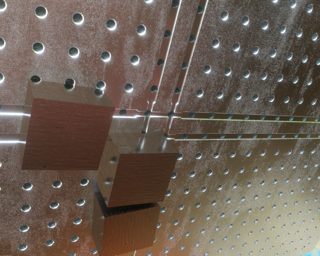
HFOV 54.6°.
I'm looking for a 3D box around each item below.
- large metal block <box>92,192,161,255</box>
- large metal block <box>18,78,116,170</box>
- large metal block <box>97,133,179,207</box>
[{"bbox_3d":[-0.051,0.134,0.449,0.081,0.050,0.079,-5,121,-26],"label":"large metal block"},{"bbox_3d":[-0.103,-0.002,0.337,0.081,0.050,0.079,5,116,-31],"label":"large metal block"},{"bbox_3d":[-0.031,0.053,0.410,0.081,0.050,0.079,2,118,-29],"label":"large metal block"}]
